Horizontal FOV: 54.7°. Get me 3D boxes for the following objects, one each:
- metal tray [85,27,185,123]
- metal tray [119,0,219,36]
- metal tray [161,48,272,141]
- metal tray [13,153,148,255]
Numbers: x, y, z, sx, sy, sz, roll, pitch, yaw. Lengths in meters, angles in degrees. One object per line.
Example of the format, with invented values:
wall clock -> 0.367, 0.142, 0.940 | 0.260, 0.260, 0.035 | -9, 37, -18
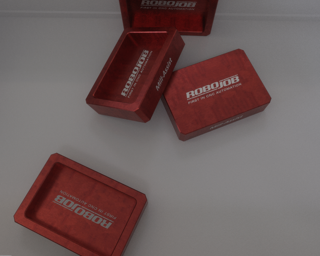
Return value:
metal tray -> -0.032, -0.075, 0.413 | 0.090, 0.030, 0.130 | 11, 68, 33
metal tray -> 0.011, -0.171, 0.437 | 0.131, 0.090, 0.030 | 2, 70, 0
metal tray -> 0.071, -0.047, 0.424 | 0.131, 0.030, 0.090 | -21, 71, -8
metal tray -> -0.091, 0.097, 0.370 | 0.130, 0.030, 0.090 | 24, 72, 8
